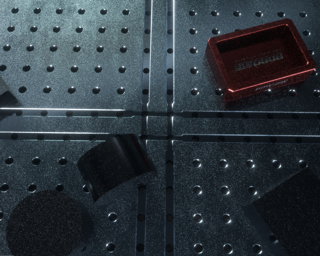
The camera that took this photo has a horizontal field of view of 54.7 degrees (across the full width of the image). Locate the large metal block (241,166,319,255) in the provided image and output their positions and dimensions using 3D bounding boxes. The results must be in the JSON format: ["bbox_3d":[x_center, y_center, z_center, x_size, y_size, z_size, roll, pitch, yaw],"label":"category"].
[{"bbox_3d":[0.157,0.104,0.361,0.080,0.050,0.080,-30,73,-10],"label":"large metal block"}]

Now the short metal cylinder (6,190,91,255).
[{"bbox_3d":[-0.124,0.115,0.355,0.081,0.050,0.080,0,70,0],"label":"short metal cylinder"}]

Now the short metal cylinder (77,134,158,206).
[{"bbox_3d":[-0.049,0.049,0.364,0.080,0.080,0.050,-27,73,-9],"label":"short metal cylinder"}]

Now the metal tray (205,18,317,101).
[{"bbox_3d":[0.142,-0.100,0.446,0.131,0.030,0.090,-16,71,-6],"label":"metal tray"}]

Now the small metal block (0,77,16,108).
[{"bbox_3d":[-0.239,-0.050,0.428,0.050,0.025,0.050,-38,74,-13],"label":"small metal block"}]
